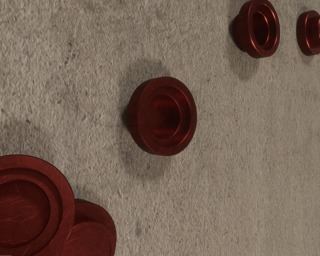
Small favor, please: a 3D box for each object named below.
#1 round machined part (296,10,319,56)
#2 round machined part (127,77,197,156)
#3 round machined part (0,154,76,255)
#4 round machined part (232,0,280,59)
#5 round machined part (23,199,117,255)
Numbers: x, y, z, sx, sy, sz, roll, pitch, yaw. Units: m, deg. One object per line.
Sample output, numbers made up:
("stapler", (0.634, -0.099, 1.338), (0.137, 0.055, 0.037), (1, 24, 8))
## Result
("round machined part", (0.347, -0.213, 0.689), (0.099, 0.042, 0.097), (0, 90, -40))
("round machined part", (-0.002, -0.014, 0.394), (0.099, 0.042, 0.097), (0, 90, -40))
("round machined part", (-0.127, 0.075, 0.273), (0.099, 0.042, 0.098), (5, 74, -18))
("round machined part", (0.162, -0.168, 0.532), (0.099, 0.042, 0.097), (0, 90, -40))
("round machined part", (-0.087, 0.126, 0.323), (0.099, 0.042, 0.097), (0, 90, -40))
